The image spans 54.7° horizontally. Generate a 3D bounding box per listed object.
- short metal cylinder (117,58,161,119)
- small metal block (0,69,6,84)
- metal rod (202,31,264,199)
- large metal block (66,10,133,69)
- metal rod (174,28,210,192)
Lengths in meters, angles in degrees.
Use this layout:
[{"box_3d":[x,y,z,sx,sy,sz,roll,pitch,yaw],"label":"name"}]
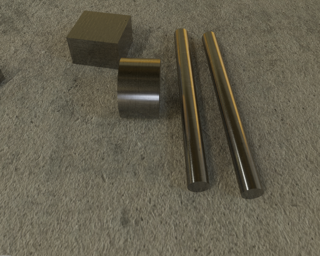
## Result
[{"box_3d":[-0.025,-0.052,0.411,0.050,0.080,0.080,2,50,1],"label":"short metal cylinder"},{"box_3d":[-0.273,-0.074,0.462,0.050,0.025,0.050,18,52,14],"label":"small metal block"},{"box_3d":[0.093,-0.042,0.439,0.025,0.025,0.300,-2,50,-2],"label":"metal rod"},{"box_3d":[-0.095,-0.145,0.508,0.080,0.050,0.080,9,51,6],"label":"large metal block"},{"box_3d":[0.040,-0.048,0.444,0.025,0.025,0.300,-1,50,-1],"label":"metal rod"}]
